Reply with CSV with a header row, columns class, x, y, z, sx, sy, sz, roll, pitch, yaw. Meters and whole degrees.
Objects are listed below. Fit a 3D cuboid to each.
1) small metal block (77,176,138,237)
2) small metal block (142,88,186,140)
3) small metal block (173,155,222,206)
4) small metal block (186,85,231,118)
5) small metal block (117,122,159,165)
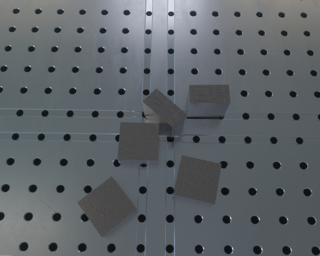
class,x,y,z,sx,sy,sz,roll,pitch,yaw
small metal block,-0.062,0.096,0.377,0.050,0.025,0.050,-37,74,-12
small metal block,0.005,-0.017,0.405,0.050,0.050,0.025,41,75,13
small metal block,0.046,0.066,0.388,0.050,0.025,0.050,12,70,4
small metal block,0.062,-0.035,0.412,0.050,0.050,0.025,-1,70,0
small metal block,-0.027,0.021,0.404,0.050,0.025,0.050,2,70,0
